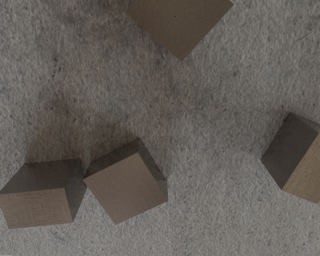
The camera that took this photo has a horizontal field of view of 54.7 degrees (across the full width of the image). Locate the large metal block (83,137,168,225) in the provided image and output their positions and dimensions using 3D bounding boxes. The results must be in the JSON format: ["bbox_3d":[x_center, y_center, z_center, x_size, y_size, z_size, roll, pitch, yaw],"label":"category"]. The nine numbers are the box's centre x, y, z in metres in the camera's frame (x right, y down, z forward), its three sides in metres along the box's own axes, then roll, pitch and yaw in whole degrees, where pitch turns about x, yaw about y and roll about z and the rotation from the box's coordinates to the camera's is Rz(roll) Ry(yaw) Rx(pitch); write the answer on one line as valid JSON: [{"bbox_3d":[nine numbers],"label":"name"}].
[{"bbox_3d":[-0.044,0.072,0.422,0.080,0.050,0.080,-27,108,9],"label":"large metal block"}]

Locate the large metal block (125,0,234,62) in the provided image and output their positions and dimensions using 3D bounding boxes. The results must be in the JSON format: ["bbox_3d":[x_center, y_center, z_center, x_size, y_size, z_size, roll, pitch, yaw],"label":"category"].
[{"bbox_3d":[0.020,-0.134,0.347,0.080,0.050,0.080,40,105,-14],"label":"large metal block"}]

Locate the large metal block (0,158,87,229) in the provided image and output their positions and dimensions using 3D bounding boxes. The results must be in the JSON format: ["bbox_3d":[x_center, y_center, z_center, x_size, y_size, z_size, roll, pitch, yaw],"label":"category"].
[{"bbox_3d":[-0.150,0.083,0.409,0.080,0.080,0.050,-6,110,2],"label":"large metal block"}]

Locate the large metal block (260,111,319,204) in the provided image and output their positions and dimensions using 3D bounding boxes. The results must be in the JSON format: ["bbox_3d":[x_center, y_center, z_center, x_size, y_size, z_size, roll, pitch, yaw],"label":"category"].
[{"bbox_3d":[0.183,0.035,0.396,0.050,0.080,0.079,22,108,-8],"label":"large metal block"}]
